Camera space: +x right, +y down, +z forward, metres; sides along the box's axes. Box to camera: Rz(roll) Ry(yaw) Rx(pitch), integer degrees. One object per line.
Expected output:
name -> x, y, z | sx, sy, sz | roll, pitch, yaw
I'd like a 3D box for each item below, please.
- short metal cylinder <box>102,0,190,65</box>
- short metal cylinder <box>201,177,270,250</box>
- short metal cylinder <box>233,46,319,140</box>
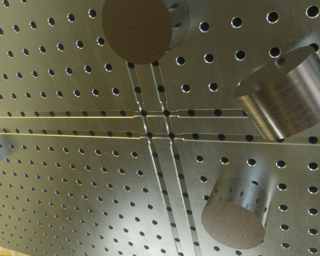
short metal cylinder -> -0.014, -0.114, 0.332 | 0.080, 0.050, 0.079 | 13, 124, 21
short metal cylinder -> 0.101, 0.113, 0.412 | 0.080, 0.050, 0.079 | 13, 124, 21
short metal cylinder -> 0.118, -0.033, 0.293 | 0.080, 0.080, 0.050 | -29, 103, 37
